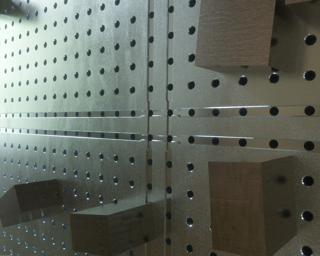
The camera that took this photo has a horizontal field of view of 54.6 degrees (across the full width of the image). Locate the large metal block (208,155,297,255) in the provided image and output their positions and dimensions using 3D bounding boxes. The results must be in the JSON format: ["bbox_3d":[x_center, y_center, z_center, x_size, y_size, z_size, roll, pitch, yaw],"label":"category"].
[{"bbox_3d":[0.091,0.069,0.299,0.050,0.081,0.080,-4,87,40],"label":"large metal block"}]

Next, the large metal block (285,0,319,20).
[{"bbox_3d":[0.159,-0.144,0.262,0.080,0.050,0.080,6,94,40],"label":"large metal block"}]

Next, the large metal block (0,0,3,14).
[{"bbox_3d":[-0.432,-0.302,0.733,0.080,0.081,0.050,11,97,39],"label":"large metal block"}]

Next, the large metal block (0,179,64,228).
[{"bbox_3d":[-0.240,0.138,0.574,0.080,0.081,0.050,-36,68,34],"label":"large metal block"}]

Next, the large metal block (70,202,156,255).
[{"bbox_3d":[-0.065,0.136,0.428,0.080,0.081,0.050,-11,83,39],"label":"large metal block"}]

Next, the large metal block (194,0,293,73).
[{"bbox_3d":[0.087,-0.101,0.322,0.080,0.050,0.080,9,96,39],"label":"large metal block"}]
